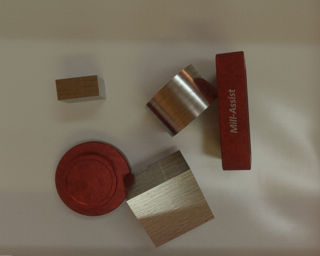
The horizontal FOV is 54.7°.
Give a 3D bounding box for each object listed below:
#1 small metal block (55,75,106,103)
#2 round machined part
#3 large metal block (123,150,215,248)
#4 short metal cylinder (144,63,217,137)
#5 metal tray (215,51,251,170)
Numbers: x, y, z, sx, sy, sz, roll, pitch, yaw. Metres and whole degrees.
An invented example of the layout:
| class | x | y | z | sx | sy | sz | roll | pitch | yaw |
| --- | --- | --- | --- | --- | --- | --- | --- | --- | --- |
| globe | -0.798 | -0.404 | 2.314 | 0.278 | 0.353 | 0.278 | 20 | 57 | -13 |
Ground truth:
| class | x | y | z | sx | sy | sz | roll | pitch | yaw |
| --- | --- | --- | --- | --- | --- | --- | --- | --- | --- |
| small metal block | -0.099 | -0.049 | 0.398 | 0.050 | 0.050 | 0.025 | -7 | 90 | 0 |
| round machined part | -0.087 | 0.067 | 0.402 | 0.099 | 0.042 | 0.097 | 0 | 90 | -1 |
| large metal block | 0.010 | 0.087 | 0.385 | 0.080 | 0.050 | 0.080 | -27 | 114 | -1 |
| short metal cylinder | 0.027 | -0.034 | 0.384 | 0.080 | 0.080 | 0.050 | -42 | 90 | 0 |
| metal tray | 0.092 | -0.019 | 0.377 | 0.030 | 0.090 | 0.129 | -4 | 90 | 17 |
